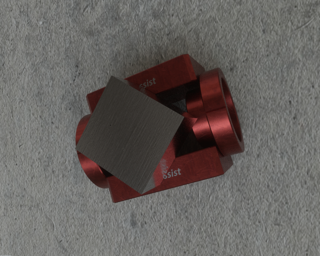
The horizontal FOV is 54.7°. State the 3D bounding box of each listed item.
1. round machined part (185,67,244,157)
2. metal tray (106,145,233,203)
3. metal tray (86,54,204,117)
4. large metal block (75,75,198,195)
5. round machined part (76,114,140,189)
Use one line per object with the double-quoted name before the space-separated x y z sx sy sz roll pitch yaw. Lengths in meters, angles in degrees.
"round machined part" 0.060 -0.015 0.349 0.042 0.098 0.097 -16 85 19
"metal tray" 0.015 0.051 0.368 0.130 0.090 0.030 -18 84 18
"metal tray" -0.011 -0.044 0.380 0.130 0.090 0.030 -19 84 18
"large metal block" -0.022 0.005 0.306 0.080 0.050 0.080 31 100 17
"round machined part" -0.059 0.024 0.391 0.042 0.098 0.097 -16 85 19
